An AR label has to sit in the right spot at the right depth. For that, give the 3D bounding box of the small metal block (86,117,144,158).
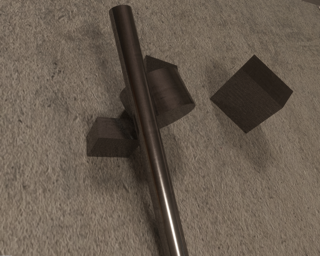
[{"bbox_3d":[-0.053,0.012,0.353,0.050,0.050,0.025,5,60,-26],"label":"small metal block"}]

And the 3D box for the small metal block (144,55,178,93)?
[{"bbox_3d":[-0.001,-0.073,0.444,0.050,0.025,0.050,15,45,-20],"label":"small metal block"}]

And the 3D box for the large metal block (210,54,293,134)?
[{"bbox_3d":[0.139,-0.050,0.477,0.080,0.080,0.050,45,51,2],"label":"large metal block"}]

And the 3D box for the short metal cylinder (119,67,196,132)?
[{"bbox_3d":[-0.003,-0.032,0.385,0.081,0.080,0.050,-18,77,-35],"label":"short metal cylinder"}]

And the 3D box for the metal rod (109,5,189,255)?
[{"bbox_3d":[-0.009,0.018,0.328,0.025,0.025,0.298,-11,87,-33],"label":"metal rod"}]
